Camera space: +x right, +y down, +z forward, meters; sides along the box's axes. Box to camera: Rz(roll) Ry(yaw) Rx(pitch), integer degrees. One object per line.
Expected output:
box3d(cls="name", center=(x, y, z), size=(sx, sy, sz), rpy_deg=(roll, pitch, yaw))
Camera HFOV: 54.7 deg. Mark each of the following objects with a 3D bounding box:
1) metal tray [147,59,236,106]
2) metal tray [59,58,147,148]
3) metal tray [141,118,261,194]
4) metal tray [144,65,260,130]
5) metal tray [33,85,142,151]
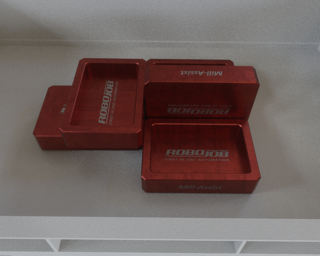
box3d(cls="metal tray", center=(0.045, -0.061, 0.452), size=(0.131, 0.030, 0.090), rpy_deg=(1, 50, 0))
box3d(cls="metal tray", center=(-0.064, -0.036, 0.389), size=(0.091, 0.030, 0.130), rpy_deg=(1, 50, 0))
box3d(cls="metal tray", center=(0.045, 0.032, 0.374), size=(0.131, 0.030, 0.090), rpy_deg=(1, 50, 0))
box3d(cls="metal tray", center=(0.048, -0.034, 0.389), size=(0.131, 0.089, 0.030), rpy_deg=(1, 50, 0))
box3d(cls="metal tray", center=(-0.088, -0.015, 0.409), size=(0.131, 0.030, 0.090), rpy_deg=(0, 50, 0))
